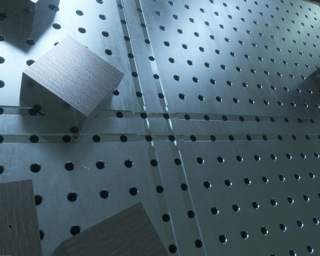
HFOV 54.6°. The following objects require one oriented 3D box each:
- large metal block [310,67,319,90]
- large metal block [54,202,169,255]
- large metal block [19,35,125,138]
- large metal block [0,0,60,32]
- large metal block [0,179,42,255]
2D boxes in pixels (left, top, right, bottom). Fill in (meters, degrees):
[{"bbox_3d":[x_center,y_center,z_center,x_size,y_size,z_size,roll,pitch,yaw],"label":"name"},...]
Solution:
[{"bbox_3d":[0.374,-0.103,0.636,0.050,0.080,0.080,-14,69,-34],"label":"large metal block"},{"bbox_3d":[-0.041,0.129,0.291,0.081,0.050,0.080,-20,72,-35],"label":"large metal block"},{"bbox_3d":[-0.103,-0.050,0.367,0.080,0.050,0.080,36,51,-5],"label":"large metal block"},{"bbox_3d":[-0.184,-0.186,0.407,0.080,0.050,0.080,28,52,-11],"label":"large metal block"},{"bbox_3d":[-0.146,0.094,0.256,0.081,0.050,0.080,-4,64,-30],"label":"large metal block"}]
